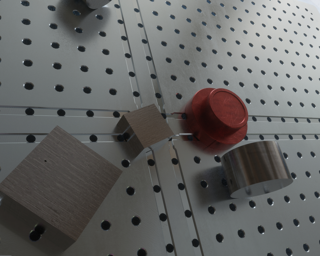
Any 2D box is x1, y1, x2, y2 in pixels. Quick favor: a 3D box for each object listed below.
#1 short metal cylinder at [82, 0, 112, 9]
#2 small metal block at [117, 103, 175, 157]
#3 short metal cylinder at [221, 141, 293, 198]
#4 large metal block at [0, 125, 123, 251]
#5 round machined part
[{"bbox_3d":[-0.096,-0.227,0.461,0.050,0.080,0.080,46,51,4],"label":"short metal cylinder"},{"bbox_3d":[-0.018,0.002,0.399,0.050,0.025,0.050,-23,75,-37],"label":"small metal block"},{"bbox_3d":[0.126,0.057,0.408,0.081,0.080,0.050,3,61,-27],"label":"short metal cylinder"},{"bbox_3d":[-0.097,0.058,0.305,0.080,0.050,0.080,36,51,-5],"label":"large metal block"},{"bbox_3d":[0.091,-0.020,0.461,0.099,0.042,0.098,14,56,-21],"label":"round machined part"}]
